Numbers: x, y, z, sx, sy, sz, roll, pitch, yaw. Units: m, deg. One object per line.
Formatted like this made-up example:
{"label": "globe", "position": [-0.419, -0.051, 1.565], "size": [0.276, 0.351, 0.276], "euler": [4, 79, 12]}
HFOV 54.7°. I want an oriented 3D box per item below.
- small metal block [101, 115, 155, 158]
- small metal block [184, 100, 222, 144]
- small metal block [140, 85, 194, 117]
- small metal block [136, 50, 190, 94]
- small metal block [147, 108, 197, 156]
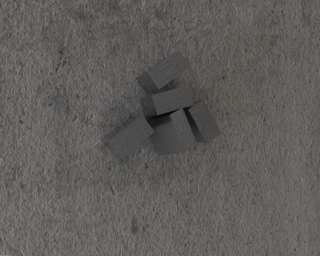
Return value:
{"label": "small metal block", "position": [-0.041, 0.010, 0.381], "size": [0.050, 0.050, 0.025], "euler": [-39, 103, -16]}
{"label": "small metal block", "position": [0.049, -0.008, 0.413], "size": [0.025, 0.050, 0.050], "euler": [-33, 101, -17]}
{"label": "small metal block", "position": [0.008, -0.034, 0.398], "size": [0.050, 0.050, 0.025], "euler": [-17, 95, -19]}
{"label": "small metal block", "position": [0.002, -0.071, 0.396], "size": [0.050, 0.050, 0.025], "euler": [-37, 102, -16]}
{"label": "small metal block", "position": [0.013, 0.006, 0.397], "size": [0.025, 0.050, 0.050], "euler": [-31, 102, -41]}
